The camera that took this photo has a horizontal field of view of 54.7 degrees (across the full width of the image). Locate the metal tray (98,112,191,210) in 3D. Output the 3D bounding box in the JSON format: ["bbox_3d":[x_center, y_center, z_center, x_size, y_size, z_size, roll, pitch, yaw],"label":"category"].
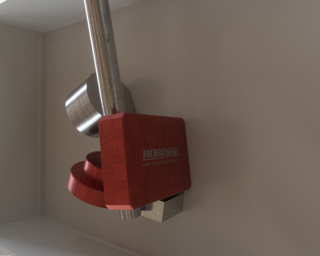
[{"bbox_3d":[-0.010,0.032,0.343,0.030,0.131,0.089,-8,85,30],"label":"metal tray"}]

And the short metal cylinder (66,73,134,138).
[{"bbox_3d":[-0.084,-0.032,0.438,0.050,0.081,0.080,-30,72,36],"label":"short metal cylinder"}]

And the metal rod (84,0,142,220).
[{"bbox_3d":[-0.054,-0.044,0.336,0.025,0.025,0.298,1,104,39],"label":"metal rod"}]

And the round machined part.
[{"bbox_3d":[-0.070,0.063,0.414,0.098,0.099,0.042,27,107,36],"label":"round machined part"}]

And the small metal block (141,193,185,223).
[{"bbox_3d":[-0.004,0.092,0.388,0.050,0.050,0.025,11,98,31],"label":"small metal block"}]
